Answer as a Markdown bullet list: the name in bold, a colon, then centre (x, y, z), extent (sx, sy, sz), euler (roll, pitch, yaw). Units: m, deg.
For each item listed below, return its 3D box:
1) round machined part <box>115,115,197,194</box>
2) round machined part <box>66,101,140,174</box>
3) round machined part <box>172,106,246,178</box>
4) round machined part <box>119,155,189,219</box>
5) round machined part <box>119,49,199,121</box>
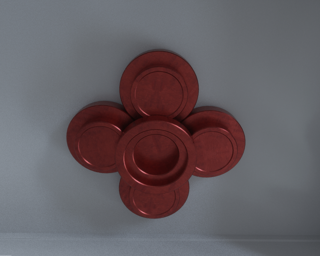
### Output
- **round machined part**: centre (-0.005, 0.030, 0.389), extent (0.099, 0.042, 0.097), euler (0, 110, 0)
- **round machined part**: centre (-0.073, 0.017, 0.405), extent (0.099, 0.042, 0.097), euler (0, 110, 0)
- **round machined part**: centre (0.064, 0.023, 0.409), extent (0.099, 0.042, 0.097), euler (0, 110, 0)
- **round machined part**: centre (-0.008, 0.086, 0.431), extent (0.099, 0.042, 0.097), euler (-1, 109, -1)
- **round machined part**: centre (-0.001, -0.046, 0.382), extent (0.099, 0.042, 0.097), euler (0, 110, 0)
